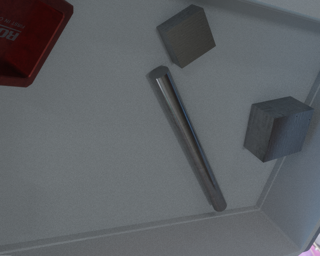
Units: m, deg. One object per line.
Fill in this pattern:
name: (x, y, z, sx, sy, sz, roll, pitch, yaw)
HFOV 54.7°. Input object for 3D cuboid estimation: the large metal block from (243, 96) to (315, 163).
large metal block: (0.189, 0.001, 0.499, 0.081, 0.050, 0.079, -12, 124, -22)

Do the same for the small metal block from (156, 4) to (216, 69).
small metal block: (0.031, -0.107, 0.361, 0.050, 0.025, 0.050, -35, 129, -6)

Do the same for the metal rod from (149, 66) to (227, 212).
metal rod: (0.053, 0.037, 0.462, 0.025, 0.025, 0.299, -33, 129, -7)

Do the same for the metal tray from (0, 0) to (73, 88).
metal tray: (-0.130, -0.079, 0.234, 0.090, 0.030, 0.130, -55, 171, 11)
